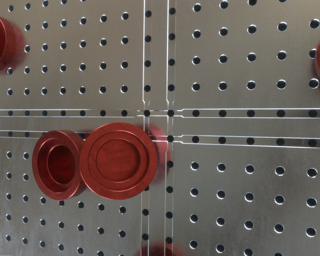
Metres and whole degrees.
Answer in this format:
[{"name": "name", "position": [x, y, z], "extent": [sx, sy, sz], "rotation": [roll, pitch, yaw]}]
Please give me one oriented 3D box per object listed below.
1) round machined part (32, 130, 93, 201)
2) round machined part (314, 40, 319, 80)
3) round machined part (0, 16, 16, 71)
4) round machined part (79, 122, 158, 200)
[{"name": "round machined part", "position": [-0.134, 0.051, 0.446], "extent": [0.098, 0.042, 0.097], "rotation": [1, 93, 30]}, {"name": "round machined part", "position": [0.217, -0.075, 0.327], "extent": [0.098, 0.042, 0.097], "rotation": [0, 90, 20]}, {"name": "round machined part", "position": [-0.290, -0.141, 0.507], "extent": [0.098, 0.042, 0.097], "rotation": [0, 90, 20]}, {"name": "round machined part", "position": [-0.055, 0.042, 0.408], "extent": [0.099, 0.042, 0.098], "rotation": [1, 86, -13]}]
